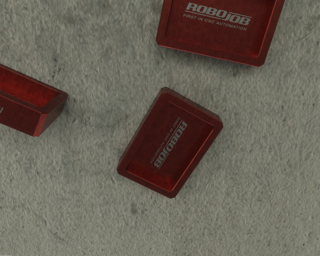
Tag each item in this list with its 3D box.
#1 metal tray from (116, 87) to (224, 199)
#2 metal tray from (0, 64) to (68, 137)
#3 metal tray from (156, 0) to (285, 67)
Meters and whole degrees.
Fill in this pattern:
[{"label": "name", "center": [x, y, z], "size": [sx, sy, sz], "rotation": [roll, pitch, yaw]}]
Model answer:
[{"label": "metal tray", "center": [0.011, 0.022, 0.415], "size": [0.090, 0.030, 0.129], "rotation": [28, 107, -10]}, {"label": "metal tray", "center": [-0.183, -0.043, 0.356], "size": [0.131, 0.090, 0.030], "rotation": [24, 108, -9]}, {"label": "metal tray", "center": [0.067, -0.129, 0.360], "size": [0.131, 0.030, 0.089], "rotation": [11, 110, -5]}]
